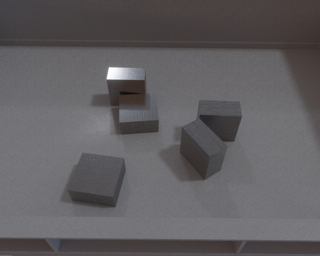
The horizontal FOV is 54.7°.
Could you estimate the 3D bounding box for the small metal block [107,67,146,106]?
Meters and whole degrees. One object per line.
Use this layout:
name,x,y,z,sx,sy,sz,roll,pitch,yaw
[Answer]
small metal block,-0.045,-0.057,0.437,0.050,0.050,0.025,1,50,0

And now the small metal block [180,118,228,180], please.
small metal block,0.050,0.025,0.368,0.025,0.050,0.050,-27,56,-21

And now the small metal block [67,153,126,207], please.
small metal block,-0.070,0.059,0.355,0.050,0.025,0.050,7,50,5

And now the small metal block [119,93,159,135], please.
small metal block,-0.029,-0.020,0.421,0.050,0.025,0.050,-4,51,-4

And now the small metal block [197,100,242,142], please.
small metal block,0.074,-0.009,0.397,0.050,0.050,0.025,2,50,2
